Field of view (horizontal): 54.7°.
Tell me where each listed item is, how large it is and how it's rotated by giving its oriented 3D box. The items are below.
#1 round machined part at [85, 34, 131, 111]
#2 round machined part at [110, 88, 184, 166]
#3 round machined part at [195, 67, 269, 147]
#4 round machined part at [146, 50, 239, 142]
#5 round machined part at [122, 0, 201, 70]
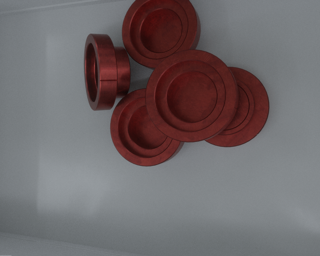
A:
[{"bbox_3d":[-0.069,-0.072,0.406,0.042,0.098,0.097,-5,88,-23],"label":"round machined part"},{"bbox_3d":[-0.012,-0.001,0.405,0.098,0.042,0.097,0,90,19],"label":"round machined part"},{"bbox_3d":[0.080,-0.025,0.373,0.098,0.042,0.097,0,90,19],"label":"round machined part"},{"bbox_3d":[0.037,-0.034,0.343,0.098,0.042,0.097,0,90,19],"label":"round machined part"},{"bbox_3d":[0.005,-0.122,0.399,0.098,0.042,0.097,0,90,19],"label":"round machined part"}]
